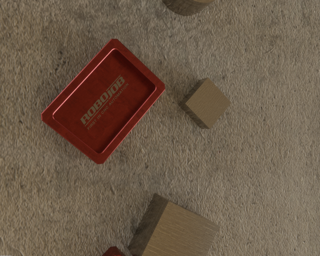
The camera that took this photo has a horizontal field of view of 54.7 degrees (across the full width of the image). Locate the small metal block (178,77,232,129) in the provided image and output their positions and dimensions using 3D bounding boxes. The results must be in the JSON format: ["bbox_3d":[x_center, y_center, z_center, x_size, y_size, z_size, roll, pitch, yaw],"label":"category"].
[{"bbox_3d":[0.063,-0.034,0.432,0.050,0.025,0.050,44,76,-15],"label":"small metal block"}]

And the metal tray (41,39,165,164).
[{"bbox_3d":[-0.067,-0.032,0.381,0.090,0.030,0.130,42,77,-15],"label":"metal tray"}]

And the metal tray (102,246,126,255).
[{"bbox_3d":[-0.045,0.227,0.390,0.090,0.030,0.130,-44,104,-15],"label":"metal tray"}]

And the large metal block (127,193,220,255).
[{"bbox_3d":[0.017,0.142,0.403,0.080,0.050,0.080,30,80,-18],"label":"large metal block"}]

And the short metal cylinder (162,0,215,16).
[{"bbox_3d":[0.042,-0.197,0.411,0.081,0.050,0.080,0,90,-20],"label":"short metal cylinder"}]
